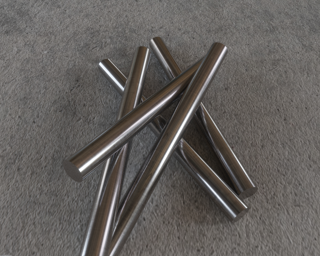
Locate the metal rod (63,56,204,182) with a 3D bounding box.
[{"bbox_3d":[0.004,-0.036,0.383,0.025,0.025,0.302,28,45,21],"label":"metal rod"}]

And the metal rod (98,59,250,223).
[{"bbox_3d":[0.000,-0.003,0.405,0.025,0.025,0.300,-28,55,-21],"label":"metal rod"}]

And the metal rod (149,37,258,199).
[{"bbox_3d":[0.045,-0.035,0.432,0.025,0.025,0.300,-16,52,-13],"label":"metal rod"}]

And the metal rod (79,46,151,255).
[{"bbox_3d":[-0.043,0.002,0.366,0.025,0.025,0.300,5,50,4],"label":"metal rod"}]

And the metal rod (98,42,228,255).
[{"bbox_3d":[0.013,0.008,0.363,0.025,0.025,0.300,22,63,17],"label":"metal rod"}]
